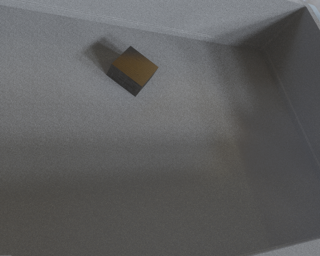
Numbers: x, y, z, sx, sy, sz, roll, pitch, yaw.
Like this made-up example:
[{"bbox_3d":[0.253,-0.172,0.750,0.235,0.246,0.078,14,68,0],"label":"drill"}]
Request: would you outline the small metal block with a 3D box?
[{"bbox_3d":[-0.038,-0.080,0.435,0.050,0.025,0.050,37,51,-4],"label":"small metal block"}]
